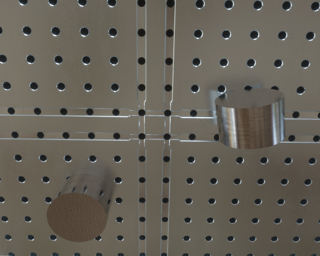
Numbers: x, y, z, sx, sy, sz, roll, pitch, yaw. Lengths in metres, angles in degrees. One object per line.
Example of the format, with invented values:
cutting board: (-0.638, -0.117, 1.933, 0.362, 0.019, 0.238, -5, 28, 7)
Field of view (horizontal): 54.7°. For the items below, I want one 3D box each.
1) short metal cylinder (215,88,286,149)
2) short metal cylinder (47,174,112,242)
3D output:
short metal cylinder: (0.111, -0.014, 0.381, 0.080, 0.080, 0.050, -9, 110, 3)
short metal cylinder: (-0.112, 0.113, 0.440, 0.081, 0.050, 0.079, 0, 110, -1)
